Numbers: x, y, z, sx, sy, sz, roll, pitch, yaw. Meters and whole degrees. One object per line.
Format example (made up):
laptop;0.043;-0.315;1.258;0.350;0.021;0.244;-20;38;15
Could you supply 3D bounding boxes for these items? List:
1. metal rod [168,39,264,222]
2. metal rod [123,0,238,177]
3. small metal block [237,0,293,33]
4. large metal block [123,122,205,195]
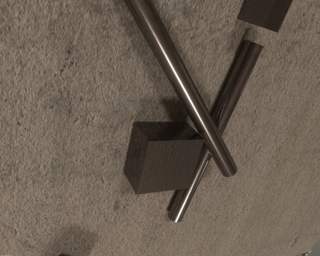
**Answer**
metal rod;0.075;0.018;0.460;0.025;0.025;0.298;7;115;-32
metal rod;0.036;-0.041;0.383;0.025;0.025;0.299;-36;124;-5
small metal block;0.126;-0.148;0.370;0.025;0.050;0.050;6;116;-31
large metal block;0.003;0.038;0.418;0.081;0.050;0.079;-1;119;-29
